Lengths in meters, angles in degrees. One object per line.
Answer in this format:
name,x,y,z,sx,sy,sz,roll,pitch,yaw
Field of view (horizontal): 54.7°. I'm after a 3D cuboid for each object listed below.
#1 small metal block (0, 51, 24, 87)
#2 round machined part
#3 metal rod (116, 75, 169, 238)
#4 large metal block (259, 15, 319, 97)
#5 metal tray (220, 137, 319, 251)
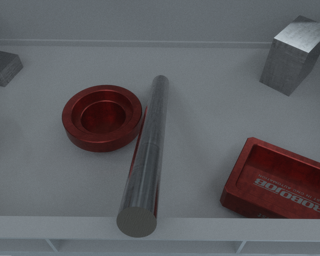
small metal block,-0.252,-0.094,0.481,0.050,0.025,0.050,13,51,10
round machined part,-0.071,-0.008,0.400,0.099,0.042,0.098,0,50,0
metal rod,-0.007,-0.004,0.328,0.025,0.025,0.300,3,25,2
large metal block,0.201,-0.108,0.463,0.050,0.080,0.080,34,58,25
metal tray,0.143,0.070,0.339,0.130,0.030,0.090,23,49,18
